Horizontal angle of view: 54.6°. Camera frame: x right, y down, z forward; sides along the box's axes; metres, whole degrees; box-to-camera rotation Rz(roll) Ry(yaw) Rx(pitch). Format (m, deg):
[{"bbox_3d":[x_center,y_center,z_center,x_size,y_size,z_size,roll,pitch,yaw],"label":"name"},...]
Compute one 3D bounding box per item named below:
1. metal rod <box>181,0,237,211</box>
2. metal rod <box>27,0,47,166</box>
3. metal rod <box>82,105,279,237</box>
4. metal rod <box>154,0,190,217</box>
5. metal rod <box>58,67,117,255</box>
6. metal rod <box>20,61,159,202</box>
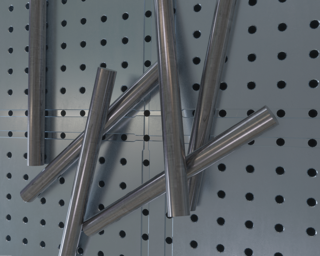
[{"bbox_3d":[0.061,-0.044,0.391,0.025,0.025,0.298,12,94,19],"label":"metal rod"},{"bbox_3d":[-0.190,-0.092,0.480,0.025,0.025,0.298,1,90,20],"label":"metal rod"},{"bbox_3d":[0.008,0.066,0.387,0.299,0.025,0.025,-36,79,25],"label":"metal rod"},{"bbox_3d":[0.012,-0.048,0.376,0.025,0.025,0.299,-9,75,20],"label":"metal rod"},{"bbox_3d":[-0.105,0.065,0.431,0.025,0.025,0.298,19,103,19],"label":"metal rod"},{"bbox_3d":[-0.099,0.011,0.448,0.299,0.025,0.025,-41,77,15],"label":"metal rod"}]
